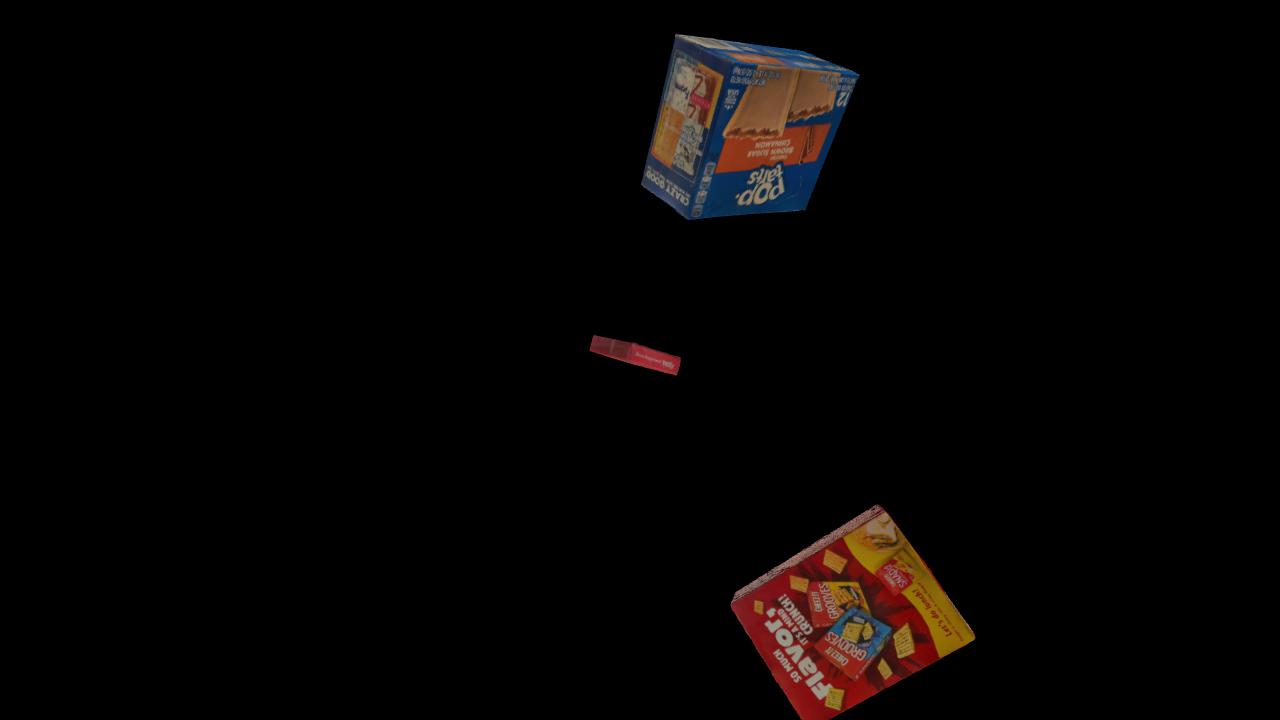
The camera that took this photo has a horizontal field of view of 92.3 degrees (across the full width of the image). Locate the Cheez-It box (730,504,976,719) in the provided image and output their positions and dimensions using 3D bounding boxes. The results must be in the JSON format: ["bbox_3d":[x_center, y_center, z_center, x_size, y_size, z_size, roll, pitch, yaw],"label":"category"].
[{"bbox_3d":[0.247,0.305,0.739,0.223,0.166,0.071,-35,-13,8],"label":"Cheez-It box"}]

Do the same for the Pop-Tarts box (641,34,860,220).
[{"bbox_3d":[0.104,-0.220,0.592,0.167,0.141,0.083,-13,45,-34],"label":"Pop-Tarts box"}]

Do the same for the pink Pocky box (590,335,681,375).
[{"bbox_3d":[-0.011,-0.009,0.933,0.084,0.029,0.155,17,-2,-27],"label":"pink Pocky box"}]
